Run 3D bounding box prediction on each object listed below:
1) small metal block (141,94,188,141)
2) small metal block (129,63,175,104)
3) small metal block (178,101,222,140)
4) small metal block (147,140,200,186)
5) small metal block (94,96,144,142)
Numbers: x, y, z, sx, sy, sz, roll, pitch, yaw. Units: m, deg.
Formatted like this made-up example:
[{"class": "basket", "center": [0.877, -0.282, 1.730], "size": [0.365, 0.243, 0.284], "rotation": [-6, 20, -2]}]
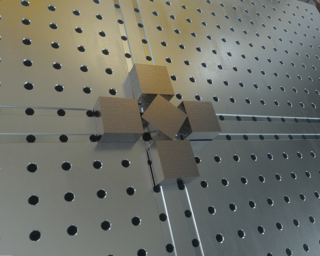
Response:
[{"class": "small metal block", "center": [0.002, -0.010, 0.416], "size": [0.050, 0.025, 0.050], "rotation": [36, 51, -5]}, {"class": "small metal block", "center": [-0.012, -0.062, 0.441], "size": [0.050, 0.025, 0.050], "rotation": [-1, 62, -29]}, {"class": "small metal block", "center": [0.055, -0.011, 0.446], "size": [0.050, 0.025, 0.050], "rotation": [0, 62, -29]}, {"class": "small metal block", "center": [0.017, 0.043, 0.392], "size": [0.050, 0.025, 0.050], "rotation": [0, 62, -29]}, {"class": "small metal block", "center": [-0.052, -0.010, 0.387], "size": [0.050, 0.025, 0.050], "rotation": [1, 61, -28]}]
